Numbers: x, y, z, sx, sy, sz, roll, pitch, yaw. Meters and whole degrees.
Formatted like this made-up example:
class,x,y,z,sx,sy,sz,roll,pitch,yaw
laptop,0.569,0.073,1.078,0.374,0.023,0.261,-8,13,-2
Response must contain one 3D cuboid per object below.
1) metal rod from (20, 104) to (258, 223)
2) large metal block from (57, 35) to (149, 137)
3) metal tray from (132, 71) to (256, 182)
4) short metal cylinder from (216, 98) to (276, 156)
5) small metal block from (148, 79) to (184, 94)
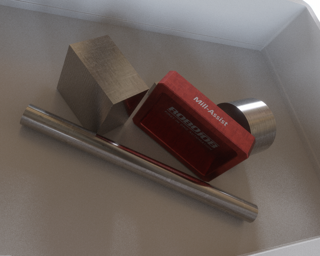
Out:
class,x,y,z,sx,sy,sz,roll,pitch,yaw
metal rod,-0.013,0.048,0.369,0.301,0.025,0.025,26,53,-13
large metal block,-0.070,-0.046,0.360,0.050,0.080,0.080,-30,79,-38
metal tray,0.038,0.002,0.382,0.130,0.090,0.030,40,50,-2
short metal cylinder,0.111,0.001,0.430,0.050,0.080,0.080,-13,69,-33
small metal block,0.019,-0.044,0.441,0.050,0.025,0.050,-22,74,-36
